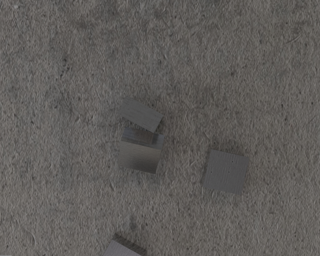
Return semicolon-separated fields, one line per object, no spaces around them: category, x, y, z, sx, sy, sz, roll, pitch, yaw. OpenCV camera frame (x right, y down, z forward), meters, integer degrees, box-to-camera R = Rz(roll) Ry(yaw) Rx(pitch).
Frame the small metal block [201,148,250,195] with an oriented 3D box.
small metal block;0.085;0.057;0.411;0.050;0.025;0.050;13;90;0

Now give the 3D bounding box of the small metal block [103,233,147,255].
small metal block;-0.052;0.177;0.410;0.050;0.025;0.050;29;90;0

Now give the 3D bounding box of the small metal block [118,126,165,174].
small metal block;-0.025;0.029;0.396;0.050;0.050;0.025;13;45;0

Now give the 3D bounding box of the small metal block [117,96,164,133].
small metal block;-0.024;-0.016;0.397;0.050;0.050;0.025;28;90;0
